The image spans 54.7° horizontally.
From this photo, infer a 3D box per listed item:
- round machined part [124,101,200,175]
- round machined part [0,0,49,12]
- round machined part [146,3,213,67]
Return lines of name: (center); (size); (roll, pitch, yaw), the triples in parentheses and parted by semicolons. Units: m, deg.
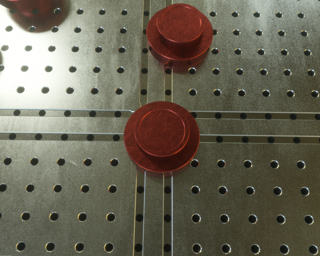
round machined part: (0.003, 0.009, 0.399); (0.099, 0.042, 0.098); (0, 70, -1)
round machined part: (-0.210, -0.222, 0.481); (0.099, 0.042, 0.098); (0, 70, -1)
round machined part: (0.029, -0.142, 0.455); (0.099, 0.042, 0.098); (0, 70, -1)
